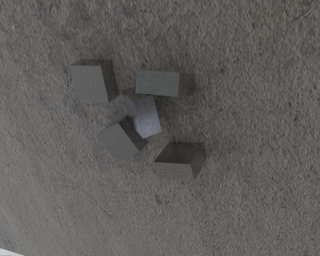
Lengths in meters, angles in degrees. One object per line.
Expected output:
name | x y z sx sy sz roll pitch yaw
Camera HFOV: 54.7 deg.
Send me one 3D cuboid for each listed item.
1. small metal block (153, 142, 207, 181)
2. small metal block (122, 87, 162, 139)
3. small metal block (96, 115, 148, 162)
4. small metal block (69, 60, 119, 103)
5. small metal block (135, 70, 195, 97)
small metal block | 0.027 0.042 0.402 0.050 0.050 0.025 0 118 28
small metal block | -0.023 -0.022 0.388 0.050 0.025 0.050 -137 30 -60
small metal block | -0.055 0.016 0.446 0.050 0.025 0.050 -26 104 37
small metal block | -0.087 -0.063 0.414 0.050 0.025 0.050 6 121 25
small metal block | 0.007 -0.051 0.352 0.050 0.050 0.025 9 101 23
